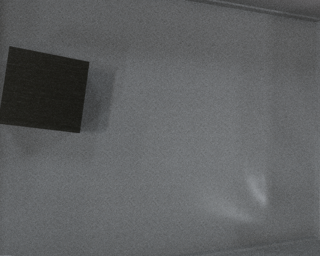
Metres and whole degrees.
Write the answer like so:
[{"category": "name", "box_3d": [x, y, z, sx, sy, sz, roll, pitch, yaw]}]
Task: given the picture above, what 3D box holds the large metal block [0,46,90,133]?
[{"category": "large metal block", "box_3d": [-0.129, -0.039, 0.350, 0.081, 0.050, 0.080, 8, 87, -20]}]
